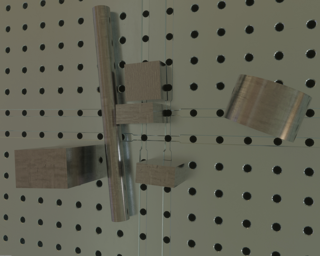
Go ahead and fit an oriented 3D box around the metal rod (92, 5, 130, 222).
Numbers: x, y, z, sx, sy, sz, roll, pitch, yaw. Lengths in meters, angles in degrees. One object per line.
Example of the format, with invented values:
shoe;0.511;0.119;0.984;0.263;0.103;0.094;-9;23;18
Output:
metal rod;-0.069;-0.021;0.435;0.025;0.025;0.298;-6;88;19

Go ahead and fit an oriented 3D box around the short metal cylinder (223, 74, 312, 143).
short metal cylinder;0.117;-0.022;0.342;0.080;0.080;0.050;22;97;18

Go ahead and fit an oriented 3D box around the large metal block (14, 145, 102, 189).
large metal block;-0.139;0.052;0.431;0.080;0.080;0.050;-3;89;19

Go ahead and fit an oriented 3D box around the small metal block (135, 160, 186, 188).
small metal block;0.002;0.057;0.398;0.050;0.050;0.025;4;92;19

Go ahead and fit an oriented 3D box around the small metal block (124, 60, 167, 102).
small metal block;-0.019;-0.061;0.418;0.050;0.025;0.050;-2;89;19

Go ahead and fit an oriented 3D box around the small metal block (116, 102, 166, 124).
small metal block;-0.024;-0.018;0.407;0.050;0.050;0.025;-2;90;19
